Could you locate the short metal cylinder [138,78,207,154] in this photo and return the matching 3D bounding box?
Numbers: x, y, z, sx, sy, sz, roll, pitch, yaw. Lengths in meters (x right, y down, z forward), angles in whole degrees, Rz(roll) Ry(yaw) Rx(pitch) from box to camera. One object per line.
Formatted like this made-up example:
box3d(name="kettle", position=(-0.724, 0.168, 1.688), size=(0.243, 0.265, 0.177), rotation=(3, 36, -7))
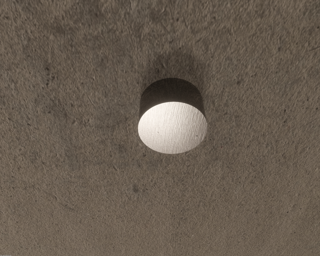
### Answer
box3d(name="short metal cylinder", position=(0.015, -0.014, 0.379), size=(0.081, 0.050, 0.079), rotation=(0, 130, 0))
